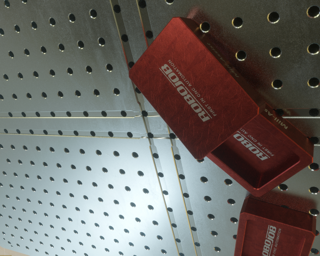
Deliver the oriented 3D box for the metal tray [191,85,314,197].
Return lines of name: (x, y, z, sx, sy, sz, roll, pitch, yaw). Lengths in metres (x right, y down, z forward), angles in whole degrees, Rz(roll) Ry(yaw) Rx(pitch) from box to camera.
metal tray: (0.098, 0.012, 0.364, 0.130, 0.030, 0.090, 40, 129, 1)

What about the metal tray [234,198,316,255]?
metal tray: (0.153, 0.165, 0.429, 0.090, 0.030, 0.129, 12, 124, 21)

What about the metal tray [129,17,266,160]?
metal tray: (0.036, -0.042, 0.336, 0.130, 0.030, 0.090, 51, 122, 9)
